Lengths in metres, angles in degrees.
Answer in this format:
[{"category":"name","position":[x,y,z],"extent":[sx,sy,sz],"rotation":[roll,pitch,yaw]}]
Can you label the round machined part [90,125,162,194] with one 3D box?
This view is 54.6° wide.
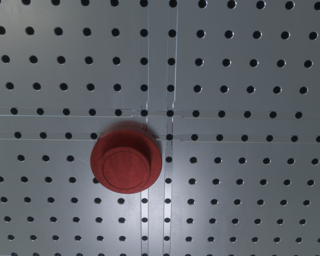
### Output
[{"category":"round machined part","position":[-0.046,0.049,0.422],"extent":[0.099,0.042,0.097],"rotation":[0,110,0]}]
